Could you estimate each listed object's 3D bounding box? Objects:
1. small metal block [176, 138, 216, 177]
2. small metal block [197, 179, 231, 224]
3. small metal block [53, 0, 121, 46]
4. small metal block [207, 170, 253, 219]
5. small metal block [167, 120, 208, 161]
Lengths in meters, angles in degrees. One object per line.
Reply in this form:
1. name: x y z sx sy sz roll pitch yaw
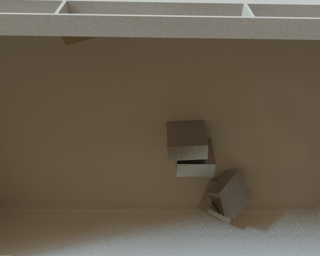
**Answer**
1. small metal block: 0.047 0.040 0.427 0.050 0.050 0.025 0 130 -1
2. small metal block: 0.094 0.117 0.490 0.050 0.050 0.025 35 164 -26
3. small metal block: -0.068 -0.108 0.300 0.050 0.050 0.025 -12 129 10
4. small metal block: 0.106 0.099 0.467 0.050 0.050 0.025 56 152 -17
5. small metal block: 0.035 0.016 0.406 0.050 0.050 0.025 -3 130 2
